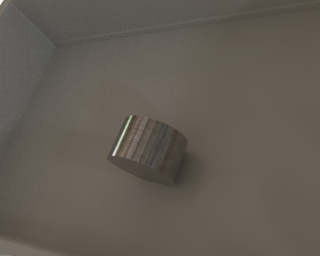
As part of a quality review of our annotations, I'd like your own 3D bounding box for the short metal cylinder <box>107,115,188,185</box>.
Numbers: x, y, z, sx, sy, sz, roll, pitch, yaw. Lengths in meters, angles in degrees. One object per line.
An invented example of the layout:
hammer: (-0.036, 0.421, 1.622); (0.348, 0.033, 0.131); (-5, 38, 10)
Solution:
short metal cylinder: (-0.014, 0.027, 0.360); (0.080, 0.080, 0.050); (9, 66, 32)
